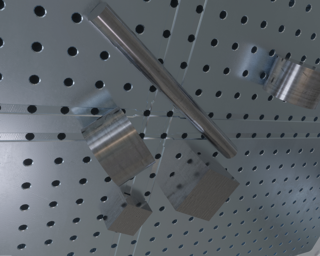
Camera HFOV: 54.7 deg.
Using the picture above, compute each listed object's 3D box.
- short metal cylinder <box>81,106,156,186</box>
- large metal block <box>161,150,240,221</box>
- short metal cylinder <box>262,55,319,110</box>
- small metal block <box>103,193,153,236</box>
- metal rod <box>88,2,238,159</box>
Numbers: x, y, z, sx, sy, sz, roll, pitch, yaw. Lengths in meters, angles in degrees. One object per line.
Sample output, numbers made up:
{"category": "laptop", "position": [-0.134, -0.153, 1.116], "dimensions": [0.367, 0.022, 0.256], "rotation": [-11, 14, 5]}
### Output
{"category": "short metal cylinder", "position": [-0.048, 0.021, 0.363], "dimensions": [0.050, 0.080, 0.080], "rotation": [-34, 129, -7]}
{"category": "large metal block", "position": [0.064, 0.092, 0.487], "dimensions": [0.080, 0.050, 0.080], "rotation": [29, 102, -38]}
{"category": "short metal cylinder", "position": [0.195, -0.066, 0.442], "dimensions": [0.081, 0.080, 0.050], "rotation": [4, 116, -31]}
{"category": "small metal block", "position": [-0.048, 0.131, 0.466], "dimensions": [0.050, 0.025, 0.050], "rotation": [30, 102, -38]}
{"category": "metal rod", "position": [0.025, -0.039, 0.401], "dimensions": [0.025, 0.025, 0.300], "rotation": [-46, 129, 4]}
